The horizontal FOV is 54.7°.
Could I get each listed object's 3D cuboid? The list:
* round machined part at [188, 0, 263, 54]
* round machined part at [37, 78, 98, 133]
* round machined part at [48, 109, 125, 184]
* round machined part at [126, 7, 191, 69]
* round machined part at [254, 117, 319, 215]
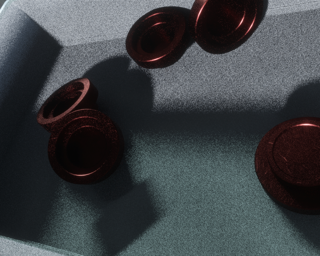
[{"bbox_3d":[0.082,-0.151,0.409,0.098,0.098,0.042,-34,50,6],"label":"round machined part"},{"bbox_3d":[-0.134,-0.028,0.473,0.098,0.042,0.098,-21,39,19],"label":"round machined part"},{"bbox_3d":[-0.094,0.027,0.415,0.098,0.042,0.098,-3,77,11],"label":"round machined part"},{"bbox_3d":[0.001,-0.131,0.471,0.098,0.042,0.098,-11,62,21],"label":"round machined part"},{"bbox_3d":[0.142,0.031,0.301,0.098,0.042,0.098,-13,56,21],"label":"round machined part"}]
